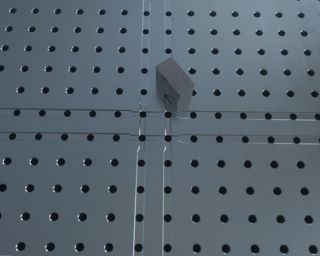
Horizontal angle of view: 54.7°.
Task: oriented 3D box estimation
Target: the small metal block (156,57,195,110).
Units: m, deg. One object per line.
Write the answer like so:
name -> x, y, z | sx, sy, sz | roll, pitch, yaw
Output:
small metal block -> 0.019, -0.060, 0.421 | 0.025, 0.050, 0.050 | -34, 74, -12
